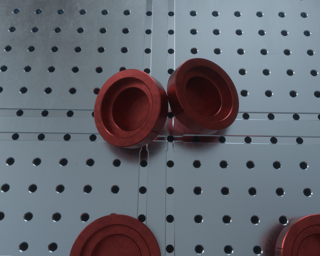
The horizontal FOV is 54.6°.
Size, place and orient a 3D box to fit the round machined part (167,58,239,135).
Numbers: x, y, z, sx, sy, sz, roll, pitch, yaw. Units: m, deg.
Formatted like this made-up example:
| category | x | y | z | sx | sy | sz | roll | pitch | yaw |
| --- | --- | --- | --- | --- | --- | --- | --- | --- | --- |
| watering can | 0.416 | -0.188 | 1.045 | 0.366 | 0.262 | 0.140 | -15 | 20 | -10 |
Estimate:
| category | x | y | z | sx | sy | sz | roll | pitch | yaw |
| --- | --- | --- | --- | --- | --- | --- | --- | --- | --- |
| round machined part | 0.051 | -0.038 | 0.403 | 0.099 | 0.042 | 0.098 | 11 | 67 | -27 |

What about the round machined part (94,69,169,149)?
| category | x | y | z | sx | sy | sz | roll | pitch | yaw |
| --- | --- | --- | --- | --- | --- | --- | --- | --- | --- |
| round machined part | -0.032 | -0.022 | 0.396 | 0.098 | 0.042 | 0.098 | -5 | 79 | 27 |

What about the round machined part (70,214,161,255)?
| category | x | y | z | sx | sy | sz | roll | pitch | yaw |
| --- | --- | --- | --- | --- | --- | --- | --- | --- | --- |
| round machined part | -0.048 | 0.149 | 0.348 | 0.099 | 0.042 | 0.098 | 0 | 70 | 0 |

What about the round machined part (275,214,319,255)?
| category | x | y | z | sx | sy | sz | roll | pitch | yaw |
| --- | --- | --- | --- | --- | --- | --- | --- | --- | --- |
| round machined part | 0.179 | 0.149 | 0.349 | 0.099 | 0.042 | 0.098 | 0 | 70 | 0 |
